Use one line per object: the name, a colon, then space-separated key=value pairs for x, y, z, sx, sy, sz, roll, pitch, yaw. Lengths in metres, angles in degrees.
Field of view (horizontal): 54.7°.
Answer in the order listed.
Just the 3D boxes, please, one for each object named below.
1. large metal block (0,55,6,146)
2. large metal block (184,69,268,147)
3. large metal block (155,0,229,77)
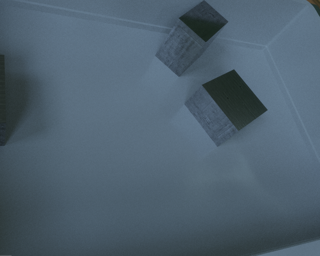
large metal block: x=-0.196 y=-0.028 z=0.301 sx=0.081 sy=0.050 sz=0.080 roll=0 pitch=62 yaw=-28
large metal block: x=0.098 y=-0.031 z=0.461 sx=0.081 sy=0.050 sz=0.080 roll=-29 pitch=78 yaw=-37
large metal block: x=0.049 y=-0.138 z=0.481 sx=0.050 sy=0.080 sz=0.080 roll=42 pitch=51 yaw=0
